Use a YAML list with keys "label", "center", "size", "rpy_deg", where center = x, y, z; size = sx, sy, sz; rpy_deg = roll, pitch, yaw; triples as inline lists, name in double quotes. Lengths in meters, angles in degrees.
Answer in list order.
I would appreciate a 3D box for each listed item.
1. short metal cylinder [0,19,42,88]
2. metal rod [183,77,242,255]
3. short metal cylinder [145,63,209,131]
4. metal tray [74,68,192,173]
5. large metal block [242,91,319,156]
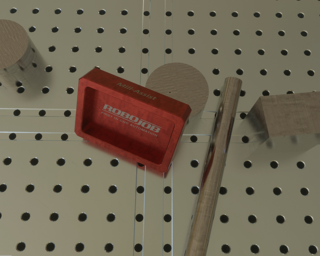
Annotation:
- label: "short metal cylinder"
  center: [-0.216, -0.103, 0.433]
  size: [0.081, 0.050, 0.080]
  rpy_deg: [0, 70, -1]
- label: "metal rod"
  center: [0.063, 0.070, 0.386]
  size: [0.025, 0.025, 0.299]
  rpy_deg: [15, 70, 5]
- label: "short metal cylinder"
  center: [0.021, -0.040, 0.413]
  size: [0.081, 0.050, 0.080]
  rpy_deg: [0, 70, -1]
- label: "metal tray"
  center: [-0.037, -0.008, 0.379]
  size: [0.130, 0.089, 0.030]
  rpy_deg: [23, 38, 7]
- label: "large metal block"
  center: [0.157, -0.003, 0.386]
  size: [0.081, 0.080, 0.050]
  rpy_deg: [-5, 70, -2]
